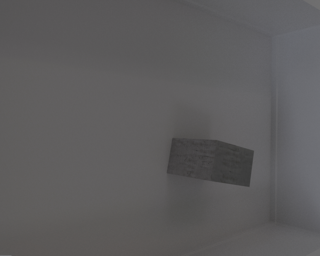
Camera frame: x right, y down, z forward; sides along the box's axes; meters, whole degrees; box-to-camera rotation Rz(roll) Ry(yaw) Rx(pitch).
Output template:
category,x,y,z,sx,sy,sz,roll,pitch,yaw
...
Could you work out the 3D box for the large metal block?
category,x,y,z,sx,sy,sz,roll,pitch,yaw
large metal block,0.069,0.047,0.428,0.080,0.080,0.050,16,80,-39
